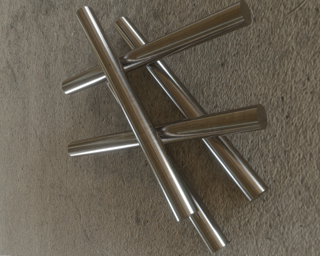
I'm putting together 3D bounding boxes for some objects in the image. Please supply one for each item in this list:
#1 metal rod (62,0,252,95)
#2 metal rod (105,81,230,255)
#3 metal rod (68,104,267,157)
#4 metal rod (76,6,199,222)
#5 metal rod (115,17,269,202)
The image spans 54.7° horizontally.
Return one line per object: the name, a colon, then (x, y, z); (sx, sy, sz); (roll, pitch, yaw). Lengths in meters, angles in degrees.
metal rod: (-0.030, -0.089, 0.397); (0.300, 0.025, 0.025); (-12, 83, 39)
metal rod: (-0.007, 0.022, 0.410); (0.025, 0.025, 0.299); (-48, 62, 29)
metal rod: (-0.018, 0.011, 0.387); (0.300, 0.025, 0.025); (-11, 83, 39)
metal rod: (-0.037, -0.033, 0.370); (0.025, 0.025, 0.299); (-42, 65, 32)
metal rod: (0.024, -0.040, 0.384); (0.025, 0.025, 0.299); (-50, 61, 28)
